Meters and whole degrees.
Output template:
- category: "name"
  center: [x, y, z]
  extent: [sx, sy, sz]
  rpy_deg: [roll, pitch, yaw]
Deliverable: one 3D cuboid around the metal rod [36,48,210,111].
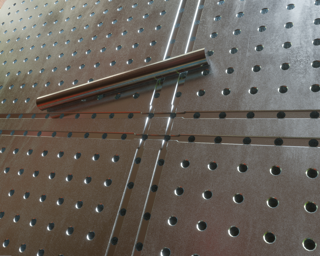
- category: "metal rod"
  center: [-0.071, -0.071, 0.489]
  extent: [0.300, 0.025, 0.025]
  rpy_deg: [-12, 57, 21]
